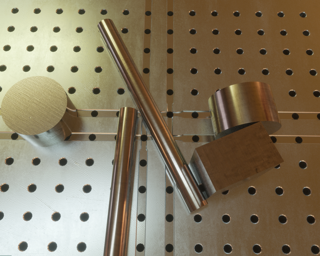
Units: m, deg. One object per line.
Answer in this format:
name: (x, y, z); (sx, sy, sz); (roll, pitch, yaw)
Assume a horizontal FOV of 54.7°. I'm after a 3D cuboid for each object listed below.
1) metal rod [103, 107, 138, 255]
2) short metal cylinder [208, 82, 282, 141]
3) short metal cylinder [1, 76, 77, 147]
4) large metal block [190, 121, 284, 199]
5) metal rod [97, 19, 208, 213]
metal rod: (-0.051, 0.117, 0.368); (0.025, 0.025, 0.299); (3, 70, 1)
short metal cylinder: (0.105, -0.017, 0.389); (0.081, 0.080, 0.050); (-7, 70, -3)
short metal cylinder: (-0.155, -0.021, 0.405); (0.081, 0.050, 0.080); (0, 70, 0)
large metal block: (0.085, 0.042, 0.368); (0.080, 0.080, 0.050); (-22, 72, -8)
metal rod: (-0.017, -0.029, 0.422); (0.025, 0.025, 0.299); (-24, 72, -9)
